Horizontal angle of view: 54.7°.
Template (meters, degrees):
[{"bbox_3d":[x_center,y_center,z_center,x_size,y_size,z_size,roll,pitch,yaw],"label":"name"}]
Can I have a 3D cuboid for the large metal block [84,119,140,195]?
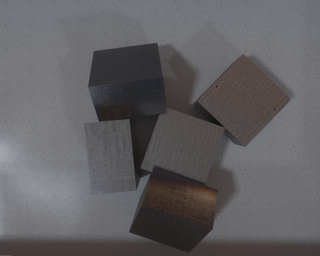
[{"bbox_3d":[-0.055,0.032,0.382,0.050,0.080,0.079,-6,90,0],"label":"large metal block"}]

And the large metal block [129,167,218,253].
[{"bbox_3d":[0.015,0.102,0.376,0.080,0.079,0.050,20,48,-2],"label":"large metal block"}]

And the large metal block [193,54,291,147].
[{"bbox_3d":[0.102,-0.034,0.399,0.080,0.050,0.080,44,90,-1],"label":"large metal block"}]

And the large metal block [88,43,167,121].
[{"bbox_3d":[-0.037,-0.057,0.376,0.081,0.080,0.050,-7,132,0],"label":"large metal block"}]

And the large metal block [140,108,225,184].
[{"bbox_3d":[0.028,0.024,0.399,0.080,0.050,0.080,19,90,-1],"label":"large metal block"}]
